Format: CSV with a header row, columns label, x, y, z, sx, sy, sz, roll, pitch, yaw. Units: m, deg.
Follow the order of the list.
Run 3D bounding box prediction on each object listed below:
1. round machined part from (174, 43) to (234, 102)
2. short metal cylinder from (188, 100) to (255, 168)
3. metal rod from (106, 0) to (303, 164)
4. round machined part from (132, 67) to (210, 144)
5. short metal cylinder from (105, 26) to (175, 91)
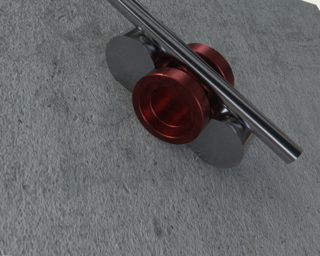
label,x,y,z,sx,sy,sz,roll,pitch,yaw
round machined part,0.047,-0.062,0.424,0.098,0.098,0.042,43,55,1
short metal cylinder,0.082,0.007,0.412,0.080,0.080,0.050,43,51,1
metal rod,0.050,-0.067,0.373,0.300,0.025,0.025,42,51,0
round machined part,0.017,-0.031,0.387,0.098,0.097,0.042,43,47,1
short metal cylinder,-0.025,-0.094,0.415,0.080,0.080,0.050,43,51,1
